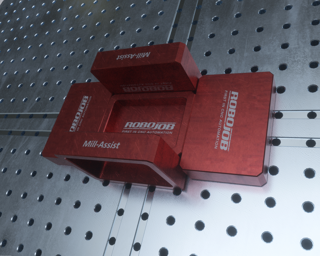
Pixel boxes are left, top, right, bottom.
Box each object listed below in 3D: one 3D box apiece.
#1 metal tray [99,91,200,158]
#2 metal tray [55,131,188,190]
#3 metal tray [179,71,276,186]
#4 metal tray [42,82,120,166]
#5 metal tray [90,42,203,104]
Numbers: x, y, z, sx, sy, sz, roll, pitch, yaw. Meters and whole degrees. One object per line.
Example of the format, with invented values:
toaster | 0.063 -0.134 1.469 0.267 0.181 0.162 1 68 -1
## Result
metal tray | -0.017 -0.001 0.410 0.130 0.030 0.090 1 62 28
metal tray | -0.044 0.038 0.363 0.130 0.090 0.030 1 63 28
metal tray | 0.081 -0.003 0.361 0.090 0.030 0.130 2 62 27
metal tray | -0.113 -0.008 0.467 0.090 0.030 0.130 1 62 28
metal tray | -0.014 -0.067 0.414 0.130 0.090 0.030 1 63 28
